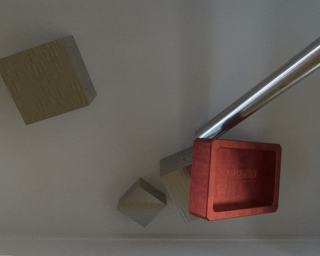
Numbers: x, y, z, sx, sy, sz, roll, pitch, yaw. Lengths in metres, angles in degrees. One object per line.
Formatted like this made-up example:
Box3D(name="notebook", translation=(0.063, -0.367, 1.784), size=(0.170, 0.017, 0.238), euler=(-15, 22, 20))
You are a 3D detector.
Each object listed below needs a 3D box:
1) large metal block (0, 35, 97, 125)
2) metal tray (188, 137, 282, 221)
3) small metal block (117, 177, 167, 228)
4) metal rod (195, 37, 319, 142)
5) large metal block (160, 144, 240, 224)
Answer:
Box3D(name="large metal block", translation=(-0.133, -0.059, 0.374), size=(0.080, 0.050, 0.080), euler=(-17, 110, 6))
Box3D(name="metal tray", translation=(0.097, 0.061, 0.382), size=(0.131, 0.030, 0.089), euler=(6, 88, -35))
Box3D(name="small metal block", translation=(-0.026, 0.109, 0.451), size=(0.050, 0.025, 0.050), euler=(38, 105, -13))
Box3D(name="metal rod", translation=(0.142, -0.061, 0.321), size=(0.025, 0.025, 0.299), euler=(37, 132, -13))
Box3D(name="large metal block", translation=(0.053, 0.072, 0.425), size=(0.080, 0.050, 0.080), euler=(-24, 109, 8))
